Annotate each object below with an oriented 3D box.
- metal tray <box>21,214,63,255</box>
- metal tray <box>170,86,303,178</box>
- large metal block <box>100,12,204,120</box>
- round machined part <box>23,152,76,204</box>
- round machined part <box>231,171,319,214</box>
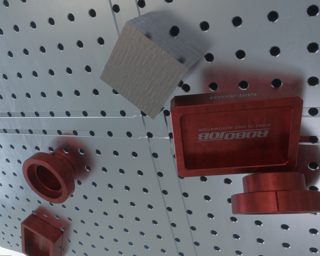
[{"bbox_3d":[-0.275,0.267,0.717,0.090,0.030,0.129,26,128,11],"label":"metal tray"},{"bbox_3d":[0.081,0.006,0.339,0.131,0.030,0.089,-5,119,6],"label":"metal tray"},{"bbox_3d":[-0.010,-0.071,0.357,0.080,0.050,0.080,38,129,2],"label":"large metal block"},{"bbox_3d":[-0.191,0.084,0.553,0.098,0.042,0.097,13,124,21],"label":"round machined part"},{"bbox_3d":[0.131,0.076,0.355,0.098,0.098,0.042,-13,69,33],"label":"round machined part"}]
